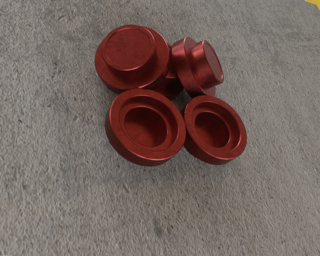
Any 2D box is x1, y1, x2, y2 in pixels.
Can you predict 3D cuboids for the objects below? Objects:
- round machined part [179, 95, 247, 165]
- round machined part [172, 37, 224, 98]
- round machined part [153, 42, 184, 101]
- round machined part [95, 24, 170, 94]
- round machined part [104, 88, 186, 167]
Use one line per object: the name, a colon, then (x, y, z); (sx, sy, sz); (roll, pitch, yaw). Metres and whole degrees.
round machined part: (0.067, 0.006, 0.428); (0.099, 0.042, 0.098); (14, 56, -21)
round machined part: (0.061, -0.090, 0.456); (0.098, 0.042, 0.098); (41, 38, -42)
round machined part: (-0.003, -0.088, 0.447); (0.099, 0.042, 0.098); (14, 56, -21)
round machined part: (-0.037, -0.094, 0.402); (0.099, 0.042, 0.098); (-2, 69, 6)
round machined part: (-0.021, 0.003, 0.383); (0.099, 0.042, 0.098); (14, 56, -21)
